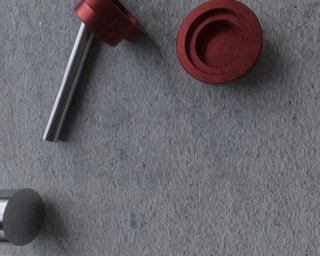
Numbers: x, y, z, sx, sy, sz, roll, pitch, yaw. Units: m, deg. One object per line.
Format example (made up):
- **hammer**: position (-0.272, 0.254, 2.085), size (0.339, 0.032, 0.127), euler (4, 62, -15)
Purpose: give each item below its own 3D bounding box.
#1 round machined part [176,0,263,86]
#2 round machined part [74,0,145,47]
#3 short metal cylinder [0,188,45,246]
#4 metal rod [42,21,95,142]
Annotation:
- **round machined part**: position (0.073, -0.099, 0.374), size (0.098, 0.042, 0.097), euler (0, 90, 19)
- **round machined part**: position (-0.068, -0.142, 0.393), size (0.042, 0.098, 0.098), euler (-43, 77, 15)
- **short metal cylinder**: position (-0.218, 0.130, 0.455), size (0.050, 0.080, 0.080), euler (-5, 88, 20)
- **metal rod**: position (-0.111, -0.121, 0.446), size (0.025, 0.025, 0.298), euler (24, 98, 18)
